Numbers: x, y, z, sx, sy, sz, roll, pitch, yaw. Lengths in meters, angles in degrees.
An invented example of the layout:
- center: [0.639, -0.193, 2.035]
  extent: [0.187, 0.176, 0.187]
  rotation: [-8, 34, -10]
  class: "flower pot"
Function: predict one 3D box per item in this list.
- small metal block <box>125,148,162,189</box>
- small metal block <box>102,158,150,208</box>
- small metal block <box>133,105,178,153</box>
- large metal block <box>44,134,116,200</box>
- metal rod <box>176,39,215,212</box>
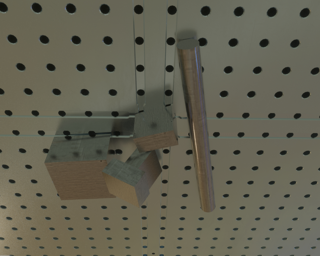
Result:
- center: [-0.025, 0.060, 0.442]
  extent: [0.025, 0.050, 0.050]
  rotation: [13, 138, 32]
  class: "small metal block"
- center: [-0.044, 0.072, 0.407]
  extent: [0.050, 0.025, 0.050]
  rotation: [20, 141, 24]
  class: "small metal block"
- center: [-0.005, 0.001, 0.396]
  extent: [0.050, 0.050, 0.025]
  rotation: [-12, 129, 10]
  class: "small metal block"
- center: [-0.106, 0.057, 0.442]
  extent: [0.080, 0.050, 0.079]
  rotation: [-3, 130, 2]
  class: "large metal block"
- center: [0.056, 0.021, 0.430]
  extent: [0.025, 0.025, 0.298]
  rotation: [-8, 130, 6]
  class: "metal rod"
